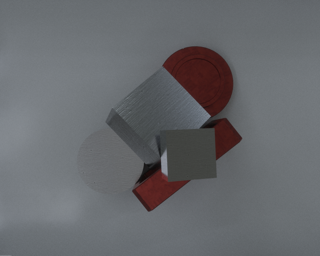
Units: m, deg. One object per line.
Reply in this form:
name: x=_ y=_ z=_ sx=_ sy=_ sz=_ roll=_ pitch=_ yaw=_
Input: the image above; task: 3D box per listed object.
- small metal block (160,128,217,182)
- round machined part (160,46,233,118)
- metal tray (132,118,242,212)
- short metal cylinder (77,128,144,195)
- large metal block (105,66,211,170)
small metal block: x=0.028 y=0.026 z=0.315 sx=0.050 sy=0.025 sz=0.050 roll=-2 pitch=89 yaw=-14
round machined part: x=0.046 y=-0.058 z=0.402 sx=0.099 sy=0.042 sz=0.097 roll=0 pitch=90 yaw=-1
metal tray: x=0.030 y=0.040 z=0.377 sx=0.130 sy=0.090 sz=0.030 roll=-38 pitch=90 yaw=-1
short metal cylinder: x=-0.060 y=0.040 z=0.396 sx=0.081 sy=0.050 sz=0.079 roll=0 pitch=90 yaw=-1
large metal block: x=-0.003 y=-0.010 z=0.362 sx=0.080 sy=0.050 sz=0.080 roll=46 pitch=65 yaw=0
